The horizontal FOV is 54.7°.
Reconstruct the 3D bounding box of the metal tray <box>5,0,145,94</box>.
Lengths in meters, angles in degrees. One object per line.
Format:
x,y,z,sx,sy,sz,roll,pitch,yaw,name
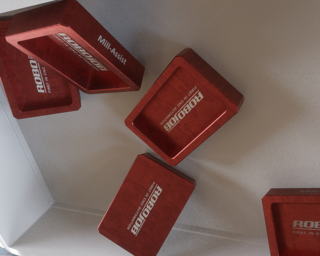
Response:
-0.089,-0.082,0.350,0.090,0.030,0.130,0,159,31,metal tray

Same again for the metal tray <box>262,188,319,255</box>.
0.191,0.116,0.352,0.130,0.030,0.089,-8,92,34,metal tray

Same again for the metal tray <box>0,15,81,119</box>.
-0.162,-0.081,0.409,0.091,0.030,0.129,-10,121,-10,metal tray

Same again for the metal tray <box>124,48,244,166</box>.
0.024,-0.020,0.379,0.090,0.030,0.129,42,129,-1,metal tray

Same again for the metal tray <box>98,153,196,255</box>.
-0.018,0.112,0.441,0.090,0.030,0.129,29,95,10,metal tray
